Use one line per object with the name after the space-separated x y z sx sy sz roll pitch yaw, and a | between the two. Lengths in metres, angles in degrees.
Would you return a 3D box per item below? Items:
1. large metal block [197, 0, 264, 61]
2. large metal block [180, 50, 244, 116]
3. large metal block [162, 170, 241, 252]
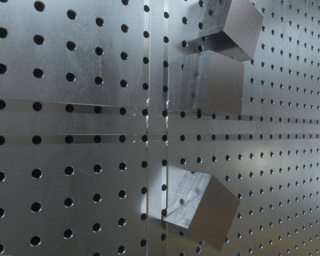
0.113 -0.159 0.490 0.080 0.050 0.080 28 72 -37 | large metal block
0.079 -0.063 0.461 0.081 0.050 0.080 7 86 -40 | large metal block
0.062 0.119 0.448 0.080 0.050 0.080 44 64 -32 | large metal block
